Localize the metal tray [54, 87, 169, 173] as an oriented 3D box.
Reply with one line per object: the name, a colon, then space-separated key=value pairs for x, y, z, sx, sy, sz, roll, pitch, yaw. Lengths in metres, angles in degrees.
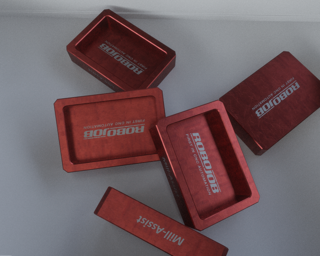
metal tray: x=-0.058 y=0.002 z=0.388 sx=0.131 sy=0.030 sz=0.089 roll=-7 pitch=93 yaw=-3

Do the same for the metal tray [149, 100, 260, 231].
metal tray: x=0.052 y=0.041 z=0.365 sx=0.091 sy=0.030 sz=0.129 roll=-19 pitch=86 yaw=-21

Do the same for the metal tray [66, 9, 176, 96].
metal tray: x=-0.054 y=-0.103 z=0.443 sx=0.130 sy=0.030 sz=0.090 roll=36 pitch=73 yaw=11

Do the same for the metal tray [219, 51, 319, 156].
metal tray: x=0.154 y=-0.036 z=0.422 sx=0.131 sy=0.030 sz=0.090 roll=-36 pitch=74 yaw=-13

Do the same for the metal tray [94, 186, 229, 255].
metal tray: x=0.000 y=0.112 z=0.334 sx=0.130 sy=0.090 sz=0.030 roll=26 pitch=72 yaw=8
